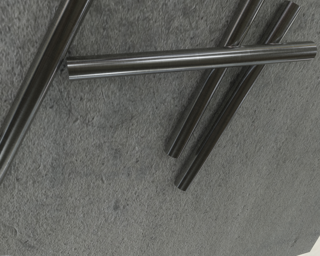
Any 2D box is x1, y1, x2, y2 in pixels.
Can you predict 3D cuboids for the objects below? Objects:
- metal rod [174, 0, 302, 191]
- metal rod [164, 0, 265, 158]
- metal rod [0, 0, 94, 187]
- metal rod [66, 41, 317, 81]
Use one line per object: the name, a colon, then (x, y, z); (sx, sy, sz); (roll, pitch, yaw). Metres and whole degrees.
metal rod: (0.103, -0.035, 0.443); (0.025, 0.025, 0.298); (18, 109, -36)
metal rod: (0.081, -0.091, 0.396); (0.025, 0.025, 0.298); (14, 111, -35)
metal rod: (-0.131, -0.033, 0.315); (0.025, 0.025, 0.299); (22, 107, -37)
metal rod: (0.049, -0.080, 0.360); (0.302, 0.025, 0.025); (-8, 122, -16)
